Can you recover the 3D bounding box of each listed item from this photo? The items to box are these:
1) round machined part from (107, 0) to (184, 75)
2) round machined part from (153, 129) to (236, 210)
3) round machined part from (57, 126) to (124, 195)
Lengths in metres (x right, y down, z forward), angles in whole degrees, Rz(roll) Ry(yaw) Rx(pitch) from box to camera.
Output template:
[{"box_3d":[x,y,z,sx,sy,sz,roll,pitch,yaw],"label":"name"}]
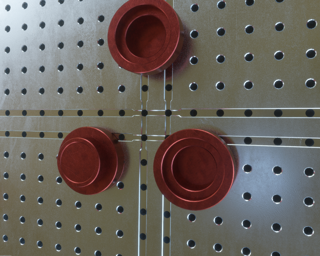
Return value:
[{"box_3d":[-0.016,-0.118,0.408,0.098,0.042,0.097,0,90,19],"label":"round machined part"},{"box_3d":[0.045,0.049,0.387,0.098,0.042,0.097,0,90,19],"label":"round machined part"},{"box_3d":[-0.105,0.047,0.439,0.098,0.042,0.097,0,90,19],"label":"round machined part"}]
